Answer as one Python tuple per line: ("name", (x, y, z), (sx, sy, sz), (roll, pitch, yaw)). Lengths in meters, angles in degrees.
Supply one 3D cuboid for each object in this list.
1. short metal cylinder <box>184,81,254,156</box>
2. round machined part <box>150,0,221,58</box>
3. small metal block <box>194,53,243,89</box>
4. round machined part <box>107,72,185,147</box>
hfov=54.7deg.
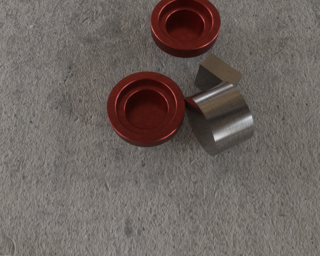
("short metal cylinder", (0.071, -0.012, 0.384), (0.050, 0.080, 0.080), (-24, 72, -9))
("round machined part", (0.036, -0.144, 0.452), (0.099, 0.042, 0.098), (0, 70, -1))
("small metal block", (0.077, -0.065, 0.418), (0.050, 0.050, 0.025), (40, 70, 13))
("round machined part", (-0.017, -0.021, 0.406), (0.099, 0.042, 0.098), (0, 70, 0))
